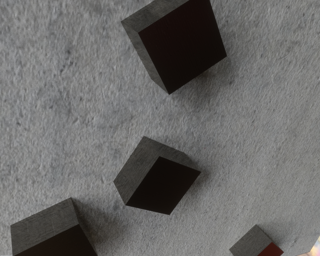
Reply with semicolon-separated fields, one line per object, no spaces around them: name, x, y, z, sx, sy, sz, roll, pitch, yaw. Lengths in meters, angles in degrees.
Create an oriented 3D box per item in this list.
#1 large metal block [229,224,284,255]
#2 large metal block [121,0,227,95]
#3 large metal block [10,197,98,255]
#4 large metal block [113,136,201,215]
large metal block;0.211;0.269;0.676;0.080;0.050;0.080;-45;130;3
large metal block;0.017;-0.098;0.341;0.080;0.050;0.080;-35;129;-6
large metal block;-0.138;0.152;0.410;0.081;0.050;0.080;-24;128;-14
large metal block;-0.004;0.068;0.432;0.080;0.050;0.080;25;105;-37
